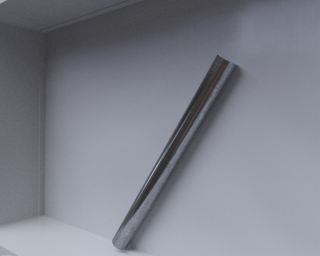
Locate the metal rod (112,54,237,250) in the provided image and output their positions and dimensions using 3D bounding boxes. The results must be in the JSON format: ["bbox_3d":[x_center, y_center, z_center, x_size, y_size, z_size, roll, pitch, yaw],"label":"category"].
[{"bbox_3d":[0.008,0.046,0.398,0.025,0.025,0.298,42,115,31],"label":"metal rod"}]
